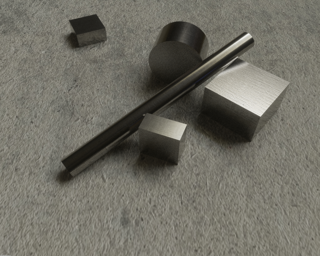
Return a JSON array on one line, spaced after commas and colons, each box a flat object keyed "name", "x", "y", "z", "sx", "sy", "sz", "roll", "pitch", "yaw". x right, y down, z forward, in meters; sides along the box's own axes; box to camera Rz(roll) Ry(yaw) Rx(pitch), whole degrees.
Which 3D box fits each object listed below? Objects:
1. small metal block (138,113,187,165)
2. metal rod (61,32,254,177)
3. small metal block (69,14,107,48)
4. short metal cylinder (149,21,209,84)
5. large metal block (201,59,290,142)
[{"name": "small metal block", "x": 0.003, "y": 0.014, "z": 0.376, "sx": 0.050, "sy": 0.050, "sz": 0.025, "roll": 17, "pitch": 52, "yaw": 13}, {"name": "metal rod", "x": 0.008, "y": -0.039, "z": 0.402, "sx": 0.301, "sy": 0.025, "sz": 0.025, "roll": -37, "pitch": 59, "yaw": -15}, {"name": "small metal block", "x": -0.127, "y": -0.172, "z": 0.546, "sx": 0.050, "sy": 0.025, "sz": 0.050, "roll": -20, "pitch": 53, "yaw": -16}, {"name": "short metal cylinder", "x": 0.028, "y": -0.109, "z": 0.460, "sx": 0.080, "sy": 0.080, "sz": 0.050, "roll": 11, "pitch": 51, "yaw": 8}, {"name": "large metal block", "x": 0.115, "y": -0.041, "z": 0.423, "sx": 0.080, "sy": 0.050, "sz": 0.080, "roll": 33, "pitch": 57, "yaw": 24}]
